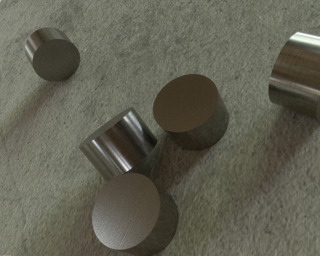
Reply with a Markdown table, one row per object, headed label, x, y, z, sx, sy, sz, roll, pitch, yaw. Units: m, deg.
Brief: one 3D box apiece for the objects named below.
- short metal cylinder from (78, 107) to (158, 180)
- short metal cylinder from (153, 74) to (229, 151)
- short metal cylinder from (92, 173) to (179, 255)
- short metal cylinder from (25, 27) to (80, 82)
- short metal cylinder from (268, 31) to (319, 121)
| label | x | y | z | sx | sy | sz | roll | pitch | yaw |
| --- | --- | --- | --- | --- | --- | --- | --- | --- | --- |
| short metal cylinder | -0.050 | 0.018 | 0.376 | 0.080 | 0.050 | 0.080 | -34 | 12 | 8 |
| short metal cylinder | 0.039 | -0.019 | 0.378 | 0.080 | 0.050 | 0.080 | -13 | 56 | 20 |
| short metal cylinder | -0.026 | 0.096 | 0.342 | 0.080 | 0.050 | 0.080 | -13 | 56 | 20 |
| short metal cylinder | -0.188 | -0.128 | 0.543 | 0.080 | 0.080 | 0.050 | -42 | 51 | 0 |
| short metal cylinder | 0.157 | -0.054 | 0.319 | 0.050 | 0.080 | 0.080 | 30 | 78 | 37 |
